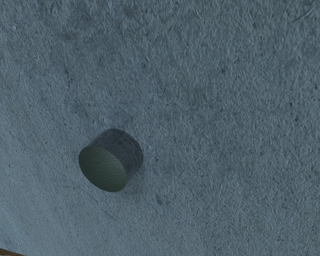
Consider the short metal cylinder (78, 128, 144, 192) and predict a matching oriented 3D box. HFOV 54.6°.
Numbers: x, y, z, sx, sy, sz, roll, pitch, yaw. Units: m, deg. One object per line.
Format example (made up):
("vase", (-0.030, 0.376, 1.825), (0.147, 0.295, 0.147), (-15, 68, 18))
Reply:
("short metal cylinder", (-0.072, 0.048, 0.459), (0.080, 0.050, 0.080), (13, 124, 21))
